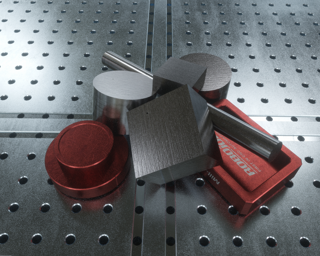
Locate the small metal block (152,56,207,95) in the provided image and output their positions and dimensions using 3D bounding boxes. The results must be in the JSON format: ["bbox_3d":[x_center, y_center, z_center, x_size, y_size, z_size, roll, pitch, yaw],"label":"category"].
[{"bbox_3d":[0.025,-0.060,0.385,0.050,0.025,0.050,21,45,17],"label":"small metal block"}]

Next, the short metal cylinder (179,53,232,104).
[{"bbox_3d":[0.057,-0.062,0.440,0.081,0.050,0.080,0,50,0],"label":"short metal cylinder"}]

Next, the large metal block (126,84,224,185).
[{"bbox_3d":[0.015,0.010,0.344,0.080,0.050,0.080,-23,62,24],"label":"large metal block"}]

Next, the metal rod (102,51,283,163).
[{"bbox_3d":[0.018,-0.043,0.407,0.025,0.025,0.300,-35,49,-26],"label":"metal rod"}]

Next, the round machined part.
[{"bbox_3d":[-0.086,0.029,0.366,0.099,0.042,0.098,0,50,0],"label":"round machined part"}]

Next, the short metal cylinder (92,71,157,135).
[{"bbox_3d":[-0.046,-0.035,0.401,0.081,0.050,0.080,7,33,-4],"label":"short metal cylinder"}]

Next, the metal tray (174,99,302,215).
[{"bbox_3d":[0.089,0.028,0.376,0.091,0.030,0.130,-29,56,-23],"label":"metal tray"}]
